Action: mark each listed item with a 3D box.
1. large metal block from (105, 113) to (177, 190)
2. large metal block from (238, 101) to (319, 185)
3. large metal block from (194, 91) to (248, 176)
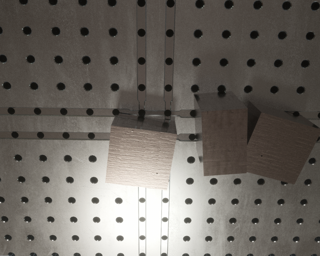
[{"bbox_3d":[-0.025,0.030,0.411,0.081,0.050,0.079,8,110,-4],"label":"large metal block"},{"bbox_3d":[0.148,0.019,0.409,0.080,0.050,0.079,15,109,-6],"label":"large metal block"},{"bbox_3d":[0.073,0.004,0.387,0.050,0.080,0.079,-4,110,1],"label":"large metal block"}]
